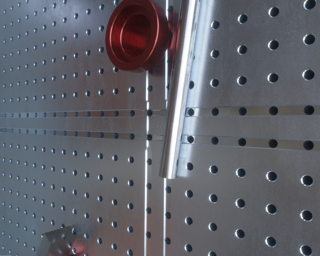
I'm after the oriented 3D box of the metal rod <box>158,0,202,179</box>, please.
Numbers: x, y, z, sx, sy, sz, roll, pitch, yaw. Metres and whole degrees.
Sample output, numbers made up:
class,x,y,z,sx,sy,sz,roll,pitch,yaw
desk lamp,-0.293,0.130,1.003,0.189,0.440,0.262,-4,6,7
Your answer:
class,x,y,z,sx,sy,sz,roll,pitch,yaw
metal rod,0.029,-0.085,0.385,0.025,0.025,0.298,13,98,39

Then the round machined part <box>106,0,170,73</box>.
class,x,y,z,sx,sy,sz,roll,pitch,yaw
round machined part,-0.026,-0.123,0.420,0.098,0.042,0.097,0,90,40

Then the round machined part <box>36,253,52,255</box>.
class,x,y,z,sx,sy,sz,roll,pitch,yaw
round machined part,-0.202,0.279,0.566,0.098,0.042,0.097,0,90,40

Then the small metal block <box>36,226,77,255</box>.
class,x,y,z,sx,sy,sz,roll,pitch,yaw
small metal block,-0.181,0.205,0.543,0.025,0.050,0.050,38,113,33
